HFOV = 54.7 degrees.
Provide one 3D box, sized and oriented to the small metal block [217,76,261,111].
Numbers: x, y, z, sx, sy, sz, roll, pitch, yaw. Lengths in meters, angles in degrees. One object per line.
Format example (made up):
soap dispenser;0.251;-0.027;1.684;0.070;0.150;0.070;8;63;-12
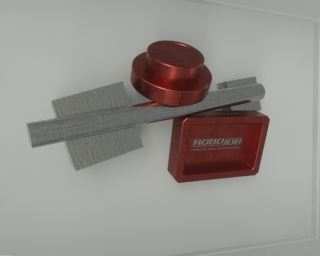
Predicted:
small metal block;0.116;-0.045;0.453;0.050;0.025;0.050;-12;94;-20

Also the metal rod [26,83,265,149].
metal rod;0.006;-0.022;0.365;0.303;0.025;0.025;-12;95;-27

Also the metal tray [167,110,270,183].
metal tray;0.080;0.023;0.422;0.131;0.030;0.089;-2;110;-21

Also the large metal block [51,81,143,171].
large metal block;-0.076;-0.003;0.367;0.081;0.050;0.080;-19;97;-19

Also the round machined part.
round machined part;0.016;-0.072;0.375;0.099;0.098;0.042;-5;132;-20
